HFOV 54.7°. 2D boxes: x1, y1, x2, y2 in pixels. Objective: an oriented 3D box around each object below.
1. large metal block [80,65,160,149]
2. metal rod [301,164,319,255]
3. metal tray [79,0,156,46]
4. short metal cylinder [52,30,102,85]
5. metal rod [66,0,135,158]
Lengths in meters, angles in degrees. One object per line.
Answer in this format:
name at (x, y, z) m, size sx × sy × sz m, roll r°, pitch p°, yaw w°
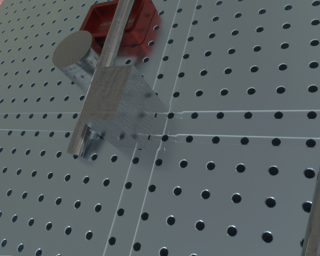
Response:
large metal block at (-0.049, -0.026, 0.413) m, size 0.050 × 0.080 × 0.080 m, roll 2°, pitch 63°, yaw 29°
metal rod at (0.142, 0.097, 0.273) m, size 0.025 × 0.025 × 0.300 m, roll 10°, pitch 66°, yaw 32°
metal tray at (-0.081, -0.191, 0.562) m, size 0.130 × 0.030 × 0.090 m, roll 3°, pitch 63°, yaw 29°
short metal cylinder at (-0.136, -0.121, 0.536) m, size 0.080 × 0.050 × 0.080 m, roll -13°, pitch 56°, yaw 20°
metal rod at (-0.085, -0.101, 0.485) m, size 0.025 × 0.025 × 0.299 m, roll 6°, pitch 73°, yaw 31°
